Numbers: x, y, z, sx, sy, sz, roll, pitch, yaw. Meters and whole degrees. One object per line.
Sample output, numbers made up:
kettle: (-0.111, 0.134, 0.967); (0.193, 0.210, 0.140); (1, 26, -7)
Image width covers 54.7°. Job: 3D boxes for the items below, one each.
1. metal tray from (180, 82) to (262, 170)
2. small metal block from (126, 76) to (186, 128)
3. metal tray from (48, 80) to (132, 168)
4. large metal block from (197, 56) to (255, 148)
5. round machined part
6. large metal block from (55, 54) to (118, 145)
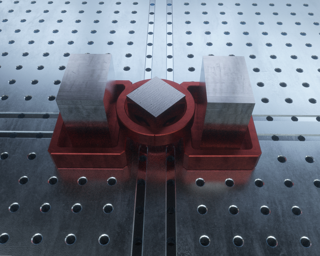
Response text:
metal tray: (0.074, -0.008, 0.410); (0.091, 0.030, 0.130); (0, 50, 0)
small metal block: (-0.005, -0.031, 0.381); (0.050, 0.025, 0.050); (37, 59, 27)
metal tray: (-0.085, -0.010, 0.411); (0.091, 0.030, 0.130); (1, 50, 0)
large metal block: (0.076, -0.032, 0.381); (0.050, 0.080, 0.080); (1, 50, 1)
round machined part: (-0.005, -0.016, 0.398); (0.099, 0.042, 0.098); (0, 50, 0)
large metal block: (-0.084, -0.035, 0.383); (0.050, 0.080, 0.080); (1, 50, 1)
